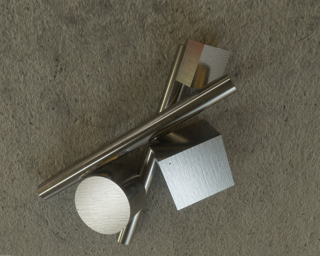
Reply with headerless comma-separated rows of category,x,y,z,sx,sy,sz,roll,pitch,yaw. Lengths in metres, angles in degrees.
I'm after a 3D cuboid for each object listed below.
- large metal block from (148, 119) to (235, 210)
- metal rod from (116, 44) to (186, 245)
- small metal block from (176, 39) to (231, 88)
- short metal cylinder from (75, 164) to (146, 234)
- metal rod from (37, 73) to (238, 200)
large metal block,0.041,0.046,0.399,0.080,0.050,0.080,-23,118,-5
metal rod,-0.010,0.035,0.423,0.025,0.025,0.298,16,109,-6
small metal block,0.052,-0.075,0.371,0.050,0.025,0.050,-1,116,-43
short metal cylinder,-0.066,0.094,0.418,0.080,0.050,0.079,5,104,19
metal rod,-0.041,0.019,0.399,0.300,0.025,0.025,-30,108,17
